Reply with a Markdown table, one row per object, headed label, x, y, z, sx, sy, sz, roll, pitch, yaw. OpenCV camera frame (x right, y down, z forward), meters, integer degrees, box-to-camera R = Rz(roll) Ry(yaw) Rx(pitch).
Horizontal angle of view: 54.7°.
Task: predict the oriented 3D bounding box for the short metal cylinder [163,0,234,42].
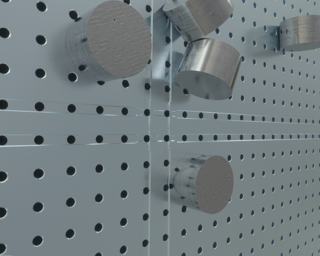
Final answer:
| label | x | y | z | sx | sy | sz | roll | pitch | yaw |
| --- | --- | --- | --- | --- | --- | --- | --- | --- | --- |
| short metal cylinder | 0.051 | -0.162 | 0.415 | 0.050 | 0.080 | 0.080 | 49 | 61 | -29 |

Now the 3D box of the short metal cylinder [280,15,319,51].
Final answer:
| label | x | y | z | sx | sy | sz | roll | pitch | yaw |
| --- | --- | --- | --- | --- | --- | --- | --- | --- | --- |
| short metal cylinder | 0.276 | -0.182 | 0.604 | 0.081 | 0.080 | 0.050 | -3 | 93 | -40 |

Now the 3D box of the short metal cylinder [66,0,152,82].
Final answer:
| label | x | y | z | sx | sy | sz | roll | pitch | yaw |
| --- | --- | --- | --- | --- | --- | --- | --- | --- | --- |
| short metal cylinder | -0.056 | -0.094 | 0.345 | 0.081 | 0.050 | 0.079 | 0 | 90 | -40 |

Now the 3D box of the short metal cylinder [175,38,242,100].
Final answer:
| label | x | y | z | sx | sy | sz | roll | pitch | yaw |
| --- | --- | --- | --- | --- | --- | --- | --- | --- | --- |
| short metal cylinder | 0.067 | -0.079 | 0.429 | 0.080 | 0.080 | 0.050 | 31 | 71 | -36 |

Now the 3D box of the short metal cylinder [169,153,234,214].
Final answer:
| label | x | y | z | sx | sy | sz | roll | pitch | yaw |
| --- | --- | --- | --- | --- | --- | --- | --- | --- | --- |
| short metal cylinder | 0.060 | 0.077 | 0.443 | 0.081 | 0.050 | 0.079 | 0 | 90 | -40 |
